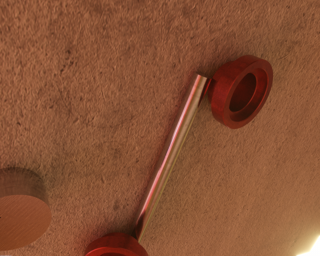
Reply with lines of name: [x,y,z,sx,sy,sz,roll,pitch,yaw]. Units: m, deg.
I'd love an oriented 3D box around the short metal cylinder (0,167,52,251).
short metal cylinder: [-0.171,0.092,0.355,0.081,0.050,0.079,-14,125,-21]

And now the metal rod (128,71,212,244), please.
metal rod: [0.004,0.062,0.449,0.025,0.025,0.298,8,115,-32]

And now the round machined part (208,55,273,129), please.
round machined part: [0.102,-0.051,0.413,0.099,0.042,0.097,-25,133,-30]

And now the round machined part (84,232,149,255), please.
round machined part: [-0.065,0.197,0.467,0.099,0.042,0.097,1,118,2]
